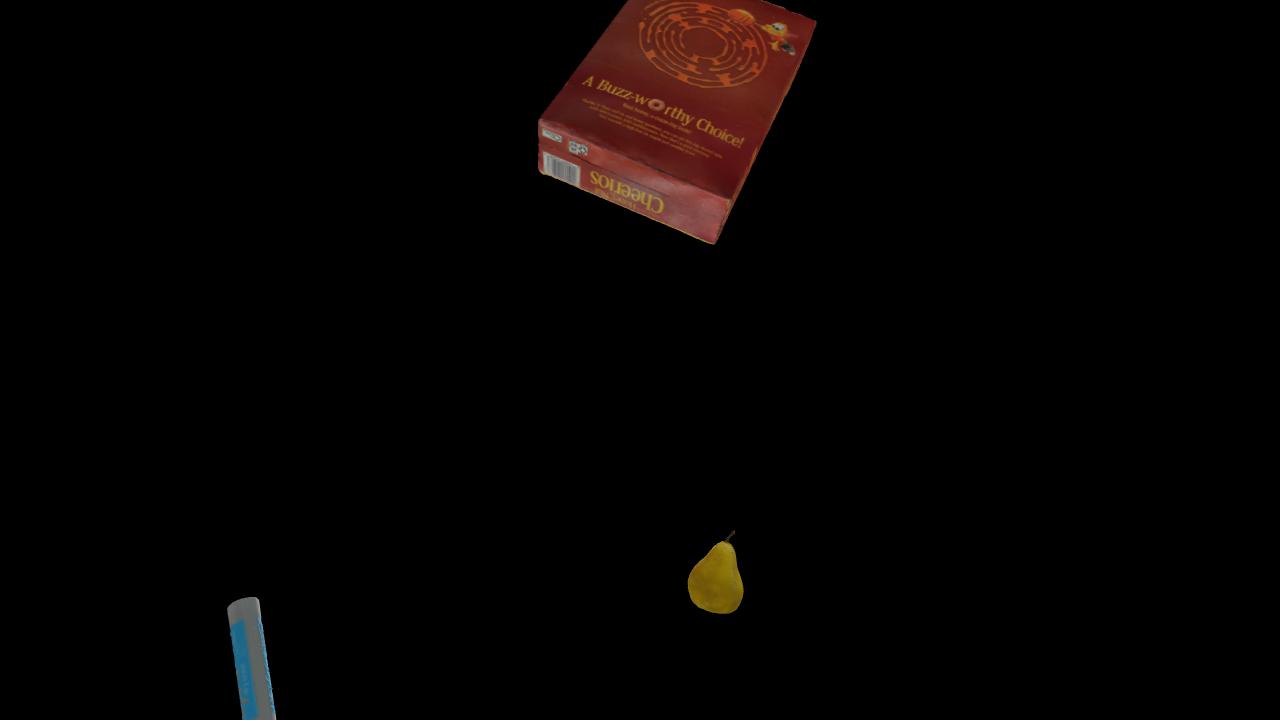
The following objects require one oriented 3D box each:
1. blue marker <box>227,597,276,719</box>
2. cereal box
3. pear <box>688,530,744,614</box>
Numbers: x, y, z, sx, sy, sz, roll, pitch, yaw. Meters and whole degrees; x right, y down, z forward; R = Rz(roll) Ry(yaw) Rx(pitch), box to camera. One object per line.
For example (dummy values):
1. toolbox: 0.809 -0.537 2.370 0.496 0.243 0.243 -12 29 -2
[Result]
1. blue marker: -0.247 0.213 0.396 0.020 0.121 0.020 -23 -32 -16
2. cereal box: 0.048 -0.289 0.665 0.203 0.306 0.081 23 -28 4
3. pear: 0.108 0.291 0.857 0.080 0.111 0.080 8 -12 2
